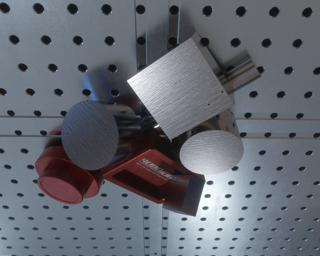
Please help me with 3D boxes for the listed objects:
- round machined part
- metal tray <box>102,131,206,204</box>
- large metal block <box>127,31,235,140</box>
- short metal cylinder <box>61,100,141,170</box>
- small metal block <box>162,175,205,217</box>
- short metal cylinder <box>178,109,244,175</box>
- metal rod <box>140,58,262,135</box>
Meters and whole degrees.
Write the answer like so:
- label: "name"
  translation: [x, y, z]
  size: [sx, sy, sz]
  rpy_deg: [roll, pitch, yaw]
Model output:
- label: "round machined part"
  translation: [-0.134, 0.074, 0.445]
  size: [0.098, 0.042, 0.097]
  rpy_deg: [11, 137, 11]
- label: "metal tray"
  translation: [-0.006, 0.062, 0.442]
  size: [0.090, 0.030, 0.130]
  rpy_deg: [-30, 137, 23]
- label: "large metal block"
  translation: [0.025, -0.046, 0.341]
  size: [0.080, 0.050, 0.080]
  rpy_deg: [-30, 105, 23]
- label: "short metal cylinder"
  translation: [-0.070, 0.007, 0.373]
  size: [0.080, 0.050, 0.079]
  rpy_deg: [2, 94, 25]
- label: "small metal block"
  translation: [0.033, 0.094, 0.437]
  size: [0.025, 0.050, 0.050]
  rpy_deg: [27, 160, -23]
- label: "short metal cylinder"
  translation: [0.065, 0.017, 0.409]
  size: [0.081, 0.050, 0.079]
  rpy_deg: [0, 130, 0]
- label: "metal rod"
  translation: [-0.009, -0.001, 0.413]
  size: [0.300, 0.025, 0.025]
  rpy_deg: [-30, 124, 23]
